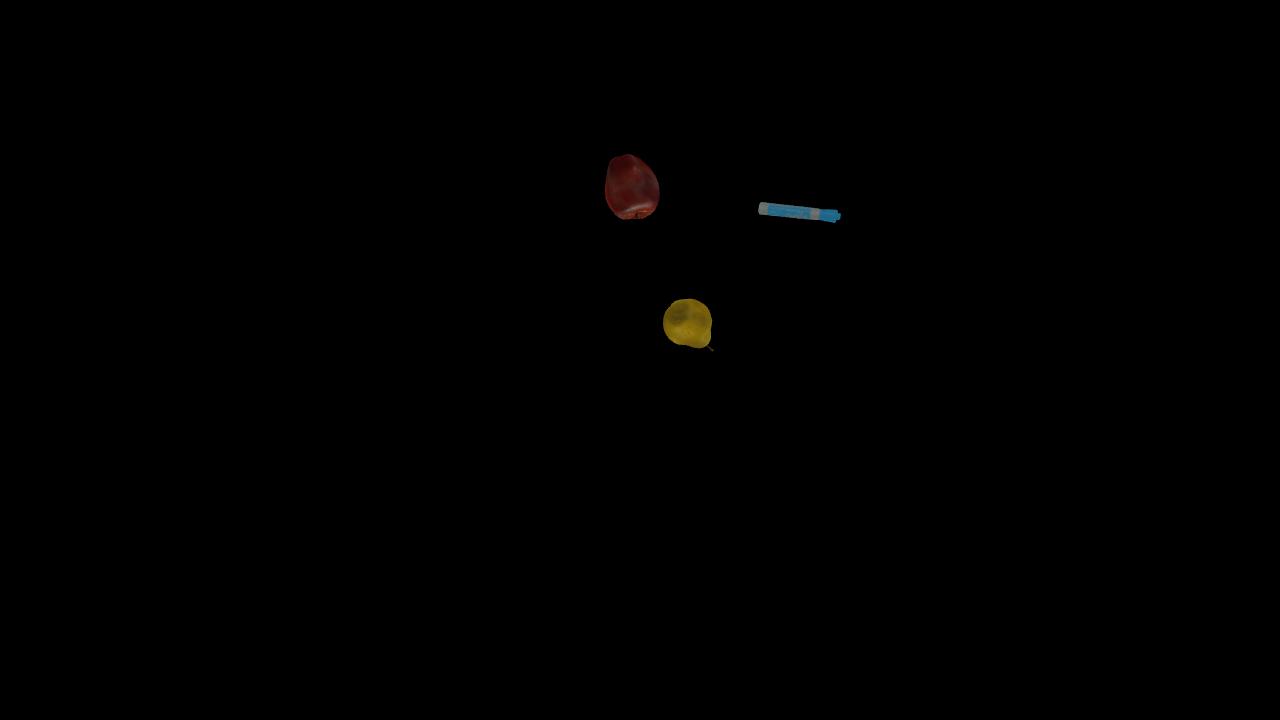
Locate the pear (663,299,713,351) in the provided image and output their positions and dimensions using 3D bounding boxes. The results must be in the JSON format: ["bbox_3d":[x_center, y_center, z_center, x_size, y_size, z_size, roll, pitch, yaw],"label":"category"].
[{"bbox_3d":[0.085,-0.049,1.002,0.080,0.080,0.111,0,-32,28],"label":"pear"}]

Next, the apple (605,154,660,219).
[{"bbox_3d":[-0.012,-0.245,0.879,0.079,0.093,0.079,-13,-7,-2],"label":"apple"}]

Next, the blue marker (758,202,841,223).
[{"bbox_3d":[0.237,-0.220,0.917,0.121,0.020,0.020,13,6,26],"label":"blue marker"}]
